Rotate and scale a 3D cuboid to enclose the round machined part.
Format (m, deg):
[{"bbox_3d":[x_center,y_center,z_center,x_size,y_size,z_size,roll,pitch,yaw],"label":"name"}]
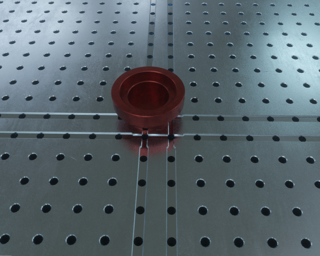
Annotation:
[{"bbox_3d":[-0.016,-0.038,0.429,0.099,0.042,0.098,0,50,0],"label":"round machined part"}]
